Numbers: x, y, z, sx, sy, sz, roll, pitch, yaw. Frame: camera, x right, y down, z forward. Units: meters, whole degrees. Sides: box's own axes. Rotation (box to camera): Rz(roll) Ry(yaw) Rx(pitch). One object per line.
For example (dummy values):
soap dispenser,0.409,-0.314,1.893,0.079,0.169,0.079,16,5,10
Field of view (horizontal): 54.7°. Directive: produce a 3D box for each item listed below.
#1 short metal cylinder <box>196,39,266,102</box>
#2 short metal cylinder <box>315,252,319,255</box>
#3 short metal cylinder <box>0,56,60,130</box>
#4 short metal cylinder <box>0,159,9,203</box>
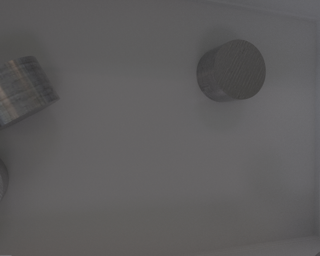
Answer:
short metal cylinder,0.099,-0.078,0.433,0.081,0.050,0.080,0,90,-20
short metal cylinder,0.213,0.185,0.351,0.081,0.050,0.080,0,90,-20
short metal cylinder,-0.154,-0.034,0.324,0.080,0.080,0.050,-31,101,-17
short metal cylinder,-0.205,0.060,0.322,0.081,0.050,0.080,0,90,-20
